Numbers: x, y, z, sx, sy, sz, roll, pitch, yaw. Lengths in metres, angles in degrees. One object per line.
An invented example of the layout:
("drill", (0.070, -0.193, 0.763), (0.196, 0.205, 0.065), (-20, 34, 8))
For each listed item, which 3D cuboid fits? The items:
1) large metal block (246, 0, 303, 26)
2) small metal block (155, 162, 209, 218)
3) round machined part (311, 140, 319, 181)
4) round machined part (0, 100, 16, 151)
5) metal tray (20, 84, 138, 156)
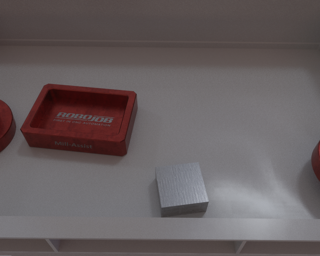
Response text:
("large metal block", (0.216, -0.241, 0.577), (0.081, 0.080, 0.050), (-4, 50, -4))
("small metal block", (0.023, 0.069, 0.348), (0.050, 0.025, 0.050), (-6, 50, -6))
("round machined part", (0.225, 0.049, 0.356), (0.099, 0.042, 0.098), (0, 50, 0))
("round machined part", (-0.239, -0.008, 0.390), (0.099, 0.042, 0.098), (5, 50, -6))
("metal tray", (-0.102, -0.013, 0.411), (0.131, 0.030, 0.090), (6, 50, 4))
